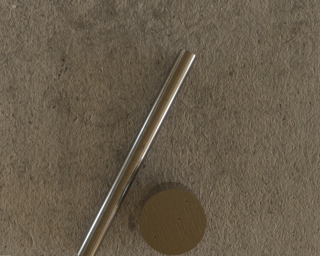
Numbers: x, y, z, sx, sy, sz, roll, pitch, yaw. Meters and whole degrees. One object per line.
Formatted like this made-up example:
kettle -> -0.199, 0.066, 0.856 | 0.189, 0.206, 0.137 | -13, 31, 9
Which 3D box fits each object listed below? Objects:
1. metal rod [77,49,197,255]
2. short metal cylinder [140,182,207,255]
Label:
metal rod -> -0.030, 0.035, 0.409 | 0.025, 0.025, 0.299 | 27, 90, -1
short metal cylinder -> 0.016, 0.113, 0.398 | 0.081, 0.050, 0.079 | 0, 90, -1
